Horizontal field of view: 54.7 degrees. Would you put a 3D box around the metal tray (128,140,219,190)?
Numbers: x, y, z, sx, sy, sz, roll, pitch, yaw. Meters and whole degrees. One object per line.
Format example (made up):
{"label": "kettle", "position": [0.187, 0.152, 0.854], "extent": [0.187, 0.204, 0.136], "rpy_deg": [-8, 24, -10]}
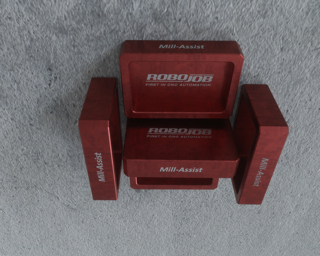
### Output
{"label": "metal tray", "position": [0.021, 0.049, 0.449], "extent": [0.131, 0.030, 0.089], "rpy_deg": [0, 129, -1]}

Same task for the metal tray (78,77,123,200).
{"label": "metal tray", "position": [-0.067, 0.015, 0.378], "extent": [0.030, 0.090, 0.129], "rpy_deg": [1, 131, -1]}

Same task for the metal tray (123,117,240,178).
{"label": "metal tray", "position": [0.024, 0.017, 0.383], "extent": [0.131, 0.090, 0.030], "rpy_deg": [1, 131, -1]}

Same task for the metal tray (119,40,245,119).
{"label": "metal tray", "position": [0.023, -0.054, 0.360], "extent": [0.131, 0.030, 0.089], "rpy_deg": [0, 133, -1]}

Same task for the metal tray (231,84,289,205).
{"label": "metal tray", "position": [0.114, 0.022, 0.385], "extent": [0.030, 0.090, 0.129], "rpy_deg": [1, 130, -1]}
